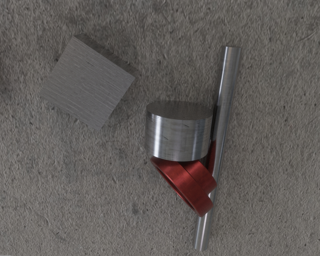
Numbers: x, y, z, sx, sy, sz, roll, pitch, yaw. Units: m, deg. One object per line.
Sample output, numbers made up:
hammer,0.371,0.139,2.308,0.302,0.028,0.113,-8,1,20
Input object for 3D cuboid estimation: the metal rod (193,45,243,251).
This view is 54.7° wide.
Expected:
metal rod,0.075,0.041,0.425,0.025,0.025,0.298,4,110,-2

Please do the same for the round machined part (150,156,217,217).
round machined part,0.035,0.063,0.399,0.042,0.098,0.098,-41,107,-9

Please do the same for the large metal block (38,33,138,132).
large metal block,-0.084,-0.056,0.375,0.080,0.050,0.080,33,107,-12

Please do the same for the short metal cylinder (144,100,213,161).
short metal cylinder,0.022,0.001,0.381,0.081,0.080,0.050,4,110,-2
